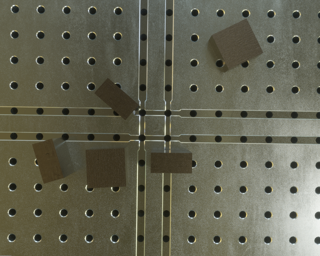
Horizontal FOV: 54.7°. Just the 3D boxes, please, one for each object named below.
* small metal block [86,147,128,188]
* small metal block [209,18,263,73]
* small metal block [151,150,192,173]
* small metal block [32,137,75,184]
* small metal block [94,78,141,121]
[{"bbox_3d":[-0.070,0.052,0.413,0.050,0.025,0.050,-3,90,-1],"label":"small metal block"},{"bbox_3d":[0.101,-0.109,0.415,0.050,0.025,0.050,-26,90,-1],"label":"small metal block"},{"bbox_3d":[0.014,0.042,0.401,0.050,0.050,0.025,1,90,-1],"label":"small metal block"},{"bbox_3d":[-0.136,0.040,0.399,0.025,0.050,0.050,-16,90,0],"label":"small metal block"},{"bbox_3d":[-0.053,-0.035,0.400,0.050,0.050,0.025,41,90,-1],"label":"small metal block"}]
